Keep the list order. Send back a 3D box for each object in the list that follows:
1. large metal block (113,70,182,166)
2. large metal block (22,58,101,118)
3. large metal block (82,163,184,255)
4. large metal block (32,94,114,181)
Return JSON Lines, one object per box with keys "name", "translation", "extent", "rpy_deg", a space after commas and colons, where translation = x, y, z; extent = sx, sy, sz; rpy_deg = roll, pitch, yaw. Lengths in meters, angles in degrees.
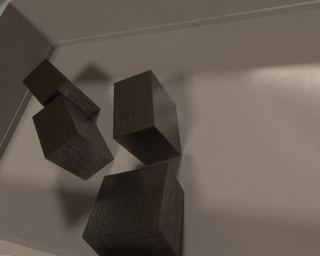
{"name": "large metal block", "translation": [-0.015, -0.010, 0.383], "extent": [0.050, 0.080, 0.080], "rpy_deg": [-17, 55, 18]}
{"name": "large metal block", "translation": [-0.151, -0.050, 0.478], "extent": [0.050, 0.080, 0.080], "rpy_deg": [-47, 52, -5]}
{"name": "large metal block", "translation": [-0.023, 0.090, 0.329], "extent": [0.080, 0.050, 0.080], "rpy_deg": [-14, 34, 20]}
{"name": "large metal block", "translation": [-0.117, 0.014, 0.421], "extent": [0.050, 0.080, 0.080], "rpy_deg": [-38, 51, 3]}
